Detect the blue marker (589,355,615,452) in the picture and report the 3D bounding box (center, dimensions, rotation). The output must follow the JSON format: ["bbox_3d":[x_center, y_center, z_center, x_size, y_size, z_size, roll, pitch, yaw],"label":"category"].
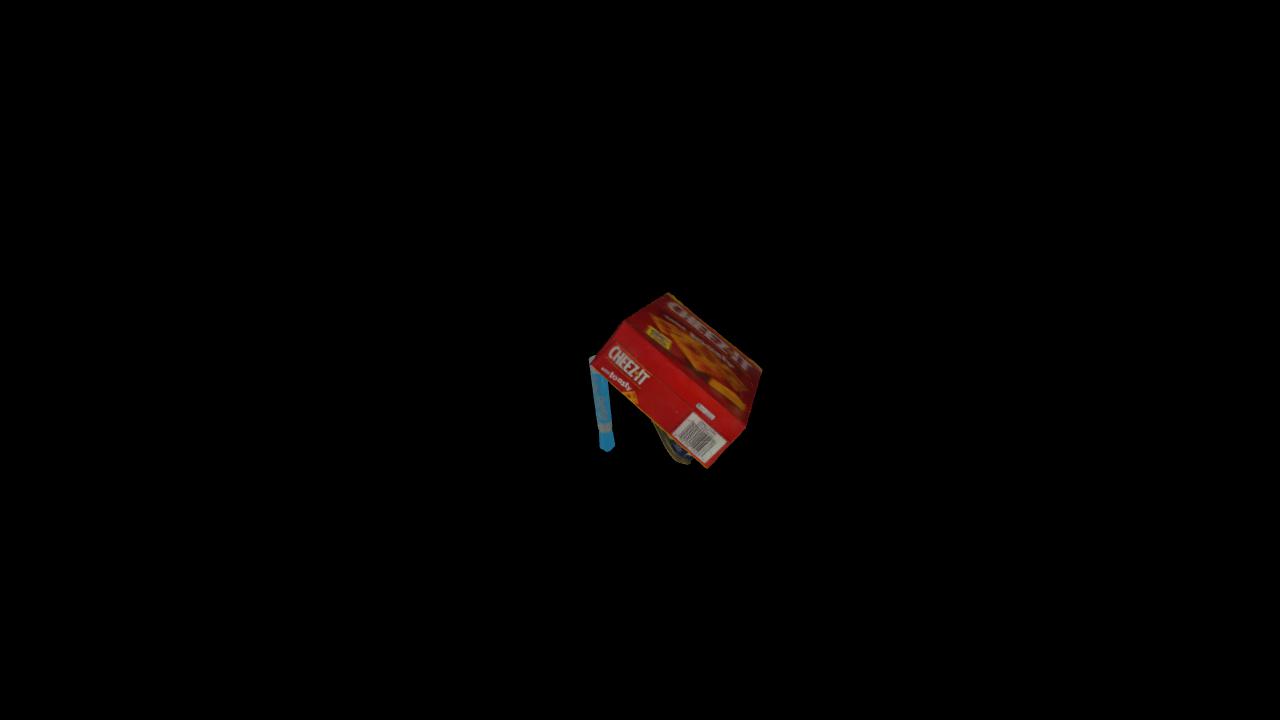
[{"bbox_3d":[-0.042,0.052,0.700,0.020,0.121,0.020,-4,25,2],"label":"blue marker"}]

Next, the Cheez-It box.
[{"bbox_3d":[0.054,0.010,0.716,0.166,0.071,0.223,41,20,2],"label":"Cheez-It box"}]

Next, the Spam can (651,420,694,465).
[{"bbox_3d":[0.060,0.055,0.714,0.085,0.101,0.058,-37,-30,16],"label":"Spam can"}]
